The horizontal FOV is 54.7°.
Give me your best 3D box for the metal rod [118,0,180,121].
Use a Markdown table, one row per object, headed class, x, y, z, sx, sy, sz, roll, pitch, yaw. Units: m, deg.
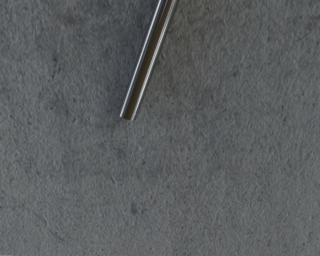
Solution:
| class | x | y | z | sx | sy | sz | roll | pitch | yaw |
| --- | --- | --- | --- | --- | --- | --- | --- | --- | --- |
| metal rod | 0.009 | -0.147 | 0.355 | 0.025 | 0.025 | 0.298 | 19 | 109 | -7 |
